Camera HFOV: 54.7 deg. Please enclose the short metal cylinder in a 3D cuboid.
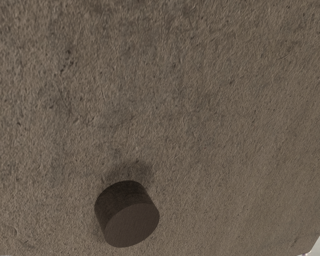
[{"bbox_3d":[-0.047,0.122,0.442,0.081,0.050,0.079,-14,125,-21],"label":"short metal cylinder"}]
